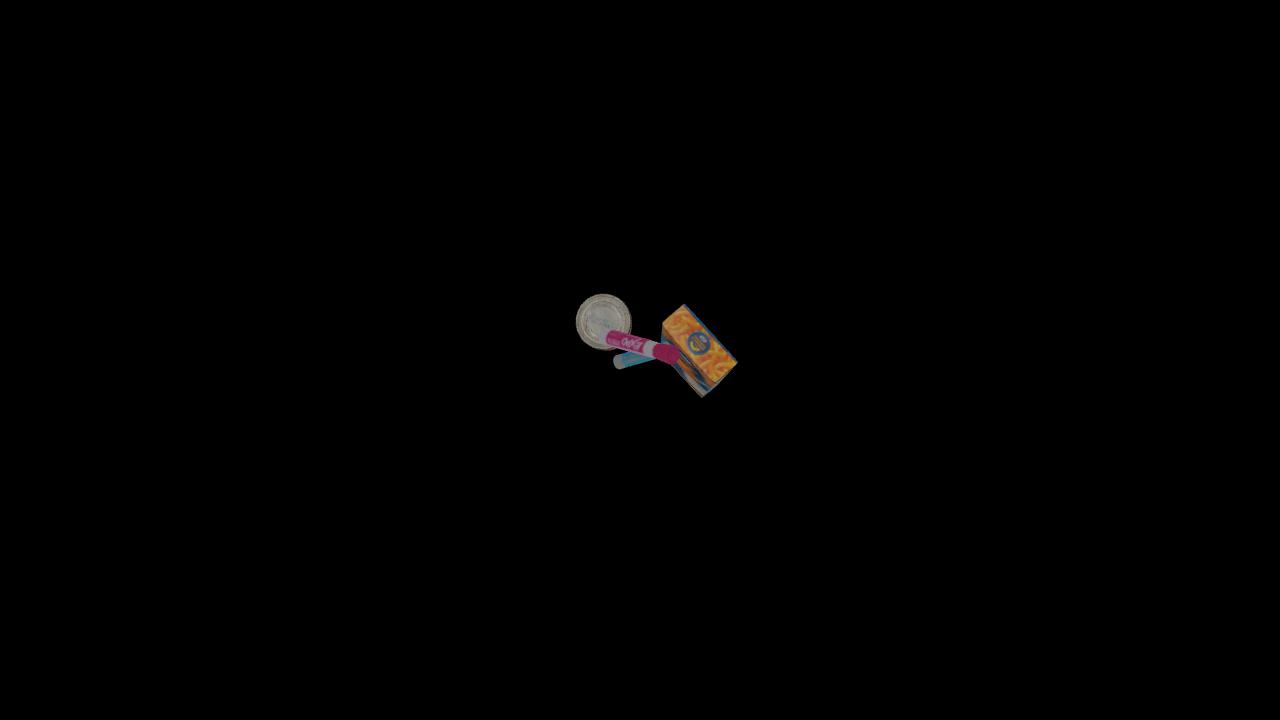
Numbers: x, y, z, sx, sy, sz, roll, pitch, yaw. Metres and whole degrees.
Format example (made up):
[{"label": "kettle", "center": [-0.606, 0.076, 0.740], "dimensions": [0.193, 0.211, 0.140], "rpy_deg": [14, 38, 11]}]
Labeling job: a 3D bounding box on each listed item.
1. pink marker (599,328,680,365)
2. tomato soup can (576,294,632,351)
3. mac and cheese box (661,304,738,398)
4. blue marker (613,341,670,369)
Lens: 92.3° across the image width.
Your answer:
[{"label": "pink marker", "center": [-0.002, -0.015, 0.632], "dimensions": [0.020, 0.020, 0.121], "rpy_deg": [0, 11, -39]}, {"label": "tomato soup can", "center": [-0.043, -0.046, 0.761], "dimensions": [0.068, 0.068, 0.101], "rpy_deg": [0, 0, -1]}, {"label": "mac and cheese box", "center": [0.068, -0.005, 0.770], "dimensions": [0.041, 0.093, 0.184], "rpy_deg": [-40, -8, -5]}, {"label": "blue marker", "center": [0.017, -0.010, 0.752], "dimensions": [0.121, 0.020, 0.020], "rpy_deg": [-16, -10, 38]}]
